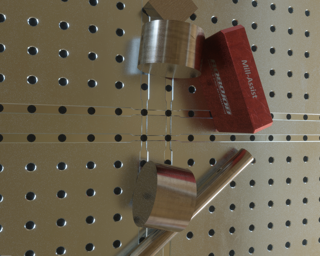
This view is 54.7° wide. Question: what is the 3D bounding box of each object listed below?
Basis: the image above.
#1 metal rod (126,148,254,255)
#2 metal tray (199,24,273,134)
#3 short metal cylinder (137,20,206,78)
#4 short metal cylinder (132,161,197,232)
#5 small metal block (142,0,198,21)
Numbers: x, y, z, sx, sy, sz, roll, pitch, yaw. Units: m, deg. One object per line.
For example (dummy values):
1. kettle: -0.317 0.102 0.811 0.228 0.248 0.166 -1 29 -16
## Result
1. metal rod: 0.017 0.132 0.419 0.301 0.025 0.025 -40 103 -16
2. metal tray: 0.092 -0.059 0.411 0.030 0.090 0.129 -22 98 -19
3. short metal cylinder: 0.014 -0.096 0.388 0.081 0.080 0.050 7 88 -20
4. short metal cylinder: 0.003 0.085 0.385 0.050 0.080 0.080 15 85 -20
5. small metal block: 0.014 -0.162 0.417 0.050 0.025 0.050 47 76 -14
